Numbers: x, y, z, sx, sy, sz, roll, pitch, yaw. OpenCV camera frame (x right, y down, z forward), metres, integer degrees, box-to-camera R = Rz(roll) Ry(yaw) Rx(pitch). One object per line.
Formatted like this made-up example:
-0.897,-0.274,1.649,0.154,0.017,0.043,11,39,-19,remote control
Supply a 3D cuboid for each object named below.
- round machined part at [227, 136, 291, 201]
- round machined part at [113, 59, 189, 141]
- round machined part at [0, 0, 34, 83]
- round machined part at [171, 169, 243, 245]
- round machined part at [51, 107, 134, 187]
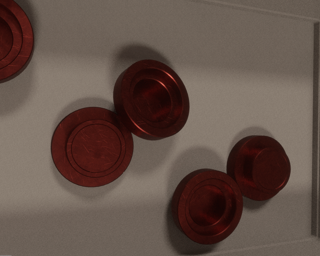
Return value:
0.153,0.060,0.460,0.099,0.042,0.097,0,90,-21,round machined part
-0.014,-0.032,0.387,0.099,0.042,0.098,10,71,-33,round machined part
-0.188,-0.094,0.332,0.099,0.042,0.097,0,90,-21,round machined part
0.061,0.104,0.425,0.099,0.042,0.097,0,90,-21,round machined part
-0.079,0.023,0.373,0.099,0.042,0.097,0,90,-20,round machined part
